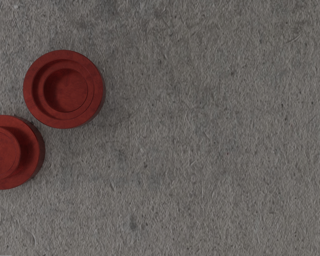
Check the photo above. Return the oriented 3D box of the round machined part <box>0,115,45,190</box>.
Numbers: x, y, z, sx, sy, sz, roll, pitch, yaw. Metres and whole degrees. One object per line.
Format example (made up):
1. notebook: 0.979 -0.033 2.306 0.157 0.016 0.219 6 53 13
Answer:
1. round machined part: -0.205 0.032 0.400 0.099 0.042 0.097 0 90 0

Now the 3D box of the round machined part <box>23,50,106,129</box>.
1. round machined part: -0.119 -0.048 0.400 0.099 0.042 0.097 0 90 0
